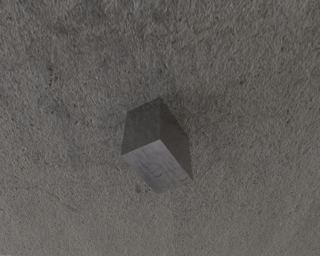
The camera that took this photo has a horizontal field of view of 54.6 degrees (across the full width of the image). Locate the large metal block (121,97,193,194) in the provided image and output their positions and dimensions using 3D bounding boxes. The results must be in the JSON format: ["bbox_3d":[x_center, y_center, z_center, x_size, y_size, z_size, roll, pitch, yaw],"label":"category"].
[{"bbox_3d":[-0.002,0.022,0.389,0.050,0.080,0.080,-24,126,19],"label":"large metal block"}]
